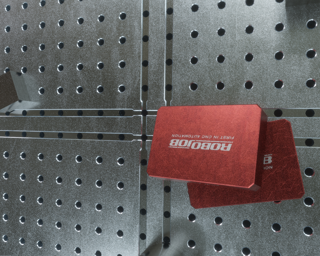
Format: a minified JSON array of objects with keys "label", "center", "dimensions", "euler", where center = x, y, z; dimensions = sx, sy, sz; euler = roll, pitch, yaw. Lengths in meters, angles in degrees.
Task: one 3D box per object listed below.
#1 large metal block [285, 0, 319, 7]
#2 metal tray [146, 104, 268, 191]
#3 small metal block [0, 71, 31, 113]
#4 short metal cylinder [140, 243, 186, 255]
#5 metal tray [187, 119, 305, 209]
[{"label":"large metal block","center":[0.160,-0.186,0.327],"dimensions":[0.050,0.080,0.079],"euler":[-2,90,20]},{"label":"metal tray","center":[0.053,0.020,0.363],"dimensions":[0.130,0.030,0.090],"euler":[1,74,32]},{"label":"small metal block","center":[-0.242,-0.057,0.496],"dimensions":[0.050,0.025,0.050],"euler":[-22,83,18]},{"label":"short metal cylinder","center":[-0.002,0.198,0.399],"dimensions":[0.080,0.050,0.079],"euler":[0,90,19]},{"label":"metal tray","center":[0.096,0.044,0.376],"dimensions":[0.130,0.030,0.089],"euler":[-11,86,19]}]
